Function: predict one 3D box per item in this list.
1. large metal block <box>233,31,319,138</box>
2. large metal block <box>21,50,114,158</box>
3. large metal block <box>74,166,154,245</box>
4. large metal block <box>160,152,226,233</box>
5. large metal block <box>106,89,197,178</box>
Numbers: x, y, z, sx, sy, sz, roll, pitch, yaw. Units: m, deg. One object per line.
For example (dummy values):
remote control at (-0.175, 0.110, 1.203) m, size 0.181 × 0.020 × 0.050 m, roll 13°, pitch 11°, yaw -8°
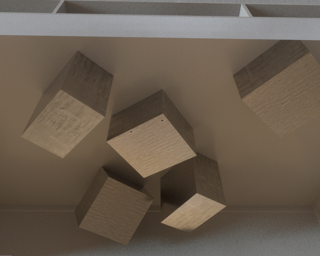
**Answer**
large metal block at (0.145, -0.047, 0.355) m, size 0.080 × 0.050 × 0.080 m, roll -37°, pitch 122°, yaw 27°
large metal block at (-0.101, -0.027, 0.349) m, size 0.050 × 0.080 × 0.080 m, roll 35°, pitch 122°, yaw -26°
large metal block at (-0.069, 0.116, 0.466) m, size 0.080 × 0.050 × 0.080 m, roll 32°, pitch 87°, yaw -24°
large metal block at (0.044, 0.092, 0.452) m, size 0.050 × 0.080 × 0.080 m, roll 28°, pitch 125°, yaw -22°
large metal block at (-0.009, 0.010, 0.401) m, size 0.080 × 0.050 × 0.080 m, roll -26°, pitch 126°, yaw 20°
